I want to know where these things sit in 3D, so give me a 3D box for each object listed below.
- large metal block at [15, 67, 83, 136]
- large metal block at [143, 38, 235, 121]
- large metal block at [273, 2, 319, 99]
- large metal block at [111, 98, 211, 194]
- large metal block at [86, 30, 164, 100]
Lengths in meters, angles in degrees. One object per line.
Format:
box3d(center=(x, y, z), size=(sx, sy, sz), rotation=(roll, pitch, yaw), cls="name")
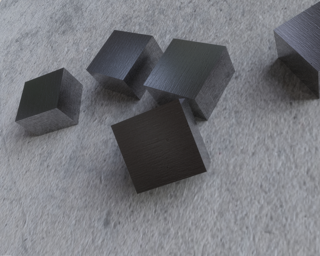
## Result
box3d(center=(-0.178, -0.041, 0.504), size=(0.080, 0.050, 0.080), rotation=(-15, 56, 19), cls="large metal block")
box3d(center=(0.039, -0.065, 0.406), size=(0.080, 0.050, 0.080), rotation=(20, 72, 35), cls="large metal block")
box3d(center=(0.188, -0.093, 0.346), size=(0.080, 0.050, 0.080), rotation=(-31, 52, 8), cls="large metal block")
box3d(center=(0.003, 0.018, 0.350), size=(0.080, 0.050, 0.080), rotation=(-21, 90, 15), cls="large metal block")
box3d(center=(-0.051, -0.098, 0.473), size=(0.080, 0.050, 0.080), rotation=(21, 72, 35), cls="large metal block")
